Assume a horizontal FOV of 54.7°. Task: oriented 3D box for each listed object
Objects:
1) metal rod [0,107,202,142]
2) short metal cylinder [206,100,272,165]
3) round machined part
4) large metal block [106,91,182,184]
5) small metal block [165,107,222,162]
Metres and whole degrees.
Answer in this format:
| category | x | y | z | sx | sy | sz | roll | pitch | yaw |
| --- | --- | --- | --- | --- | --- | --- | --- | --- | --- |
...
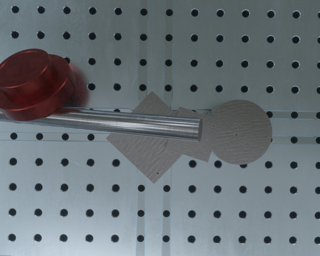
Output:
| category | x | y | z | sx | sy | sz | roll | pitch | yaw |
| --- | --- | --- | --- | --- | --- | --- | --- | --- | --- |
| metal rod | -0.101 | -0.011 | 0.368 | 0.301 | 0.025 | 0.025 | 5 | 90 | 16 |
| short metal cylinder | 0.097 | 0.005 | 0.402 | 0.081 | 0.050 | 0.079 | 0 | 90 | -1 |
| round machined part | -0.157 | -0.059 | 0.376 | 0.098 | 0.042 | 0.098 | -6 | 51 | 8 |
| large metal block | -0.008 | 0.011 | 0.399 | 0.080 | 0.050 | 0.080 | 44 | 90 | -1 |
| small metal block | 0.038 | 0.007 | 0.362 | 0.050 | 0.025 | 0.050 | 19 | 90 | -1 |
